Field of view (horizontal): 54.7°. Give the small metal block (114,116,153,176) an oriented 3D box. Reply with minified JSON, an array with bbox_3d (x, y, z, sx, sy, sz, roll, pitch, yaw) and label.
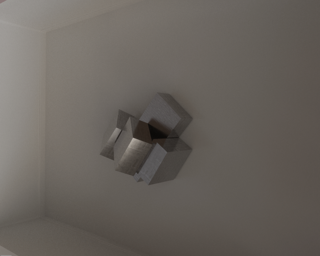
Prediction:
[{"bbox_3d":[-0.035,0.022,0.383,0.050,0.025,0.050,-59,23,23],"label":"small metal block"}]

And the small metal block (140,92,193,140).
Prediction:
[{"bbox_3d":[0.006,-0.010,0.398,0.050,0.025,0.050,50,119,28],"label":"small metal block"}]

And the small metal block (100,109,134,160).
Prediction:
[{"bbox_3d":[-0.060,0.010,0.436,0.050,0.025,0.050,-55,20,26],"label":"small metal block"}]

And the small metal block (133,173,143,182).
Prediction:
[{"bbox_3d":[-0.024,0.037,0.422,0.050,0.025,0.050,50,119,28],"label":"small metal block"}]

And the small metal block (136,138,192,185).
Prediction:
[{"bbox_3d":[0.005,0.040,0.382,0.025,0.050,0.050,43,116,31],"label":"small metal block"}]
